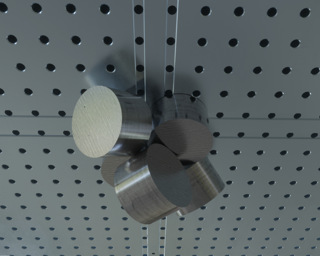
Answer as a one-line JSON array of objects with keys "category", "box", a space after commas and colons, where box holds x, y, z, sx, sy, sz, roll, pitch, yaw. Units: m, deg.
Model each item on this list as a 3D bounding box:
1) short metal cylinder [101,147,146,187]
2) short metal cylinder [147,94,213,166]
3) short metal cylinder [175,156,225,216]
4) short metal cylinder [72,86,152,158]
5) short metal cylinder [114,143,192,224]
[{"category": "short metal cylinder", "box": [-0.038, 0.043, 0.431, 0.081, 0.050, 0.079, 0, 130, 0]}, {"category": "short metal cylinder", "box": [0.025, 0.003, 0.398, 0.081, 0.050, 0.079, 0, 130, 0]}, {"category": "short metal cylinder", "box": [0.043, 0.078, 0.434, 0.080, 0.080, 0.050, -33, 88, 24]}, {"category": "short metal cylinder", "box": [-0.056, -0.005, 0.361, 0.080, 0.080, 0.050, -38, 155, 27]}, {"category": "short metal cylinder", "box": [-0.007, 0.065, 0.363, 0.050, 0.080, 0.080, -34, 123, 25]}]
